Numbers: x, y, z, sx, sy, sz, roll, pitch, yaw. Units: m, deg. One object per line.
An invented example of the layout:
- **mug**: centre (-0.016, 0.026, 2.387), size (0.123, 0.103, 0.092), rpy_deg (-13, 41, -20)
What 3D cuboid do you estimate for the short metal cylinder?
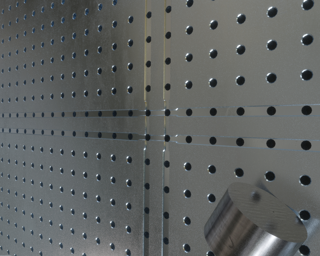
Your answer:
- **short metal cylinder**: centre (0.090, 0.097, 0.298), size (0.080, 0.081, 0.050), rpy_deg (39, 114, 33)
